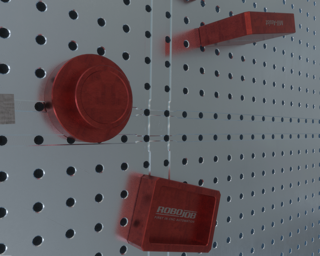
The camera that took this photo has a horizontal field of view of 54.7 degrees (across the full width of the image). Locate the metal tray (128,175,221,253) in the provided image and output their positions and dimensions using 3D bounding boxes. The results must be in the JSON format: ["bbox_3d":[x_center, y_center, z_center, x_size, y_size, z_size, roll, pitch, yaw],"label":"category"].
[{"bbox_3d":[0.025,0.120,0.426,0.131,0.030,0.090,20,77,-38],"label":"metal tray"}]

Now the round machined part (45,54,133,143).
[{"bbox_3d":[-0.069,-0.032,0.340,0.099,0.042,0.097,0,90,-40],"label":"round machined part"}]

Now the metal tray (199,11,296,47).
[{"bbox_3d":[0.136,-0.152,0.480,0.131,0.090,0.030,-16,100,-39],"label":"metal tray"}]

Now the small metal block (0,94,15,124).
[{"bbox_3d":[-0.157,-0.015,0.261,0.050,0.050,0.025,-4,93,-40],"label":"small metal block"}]
